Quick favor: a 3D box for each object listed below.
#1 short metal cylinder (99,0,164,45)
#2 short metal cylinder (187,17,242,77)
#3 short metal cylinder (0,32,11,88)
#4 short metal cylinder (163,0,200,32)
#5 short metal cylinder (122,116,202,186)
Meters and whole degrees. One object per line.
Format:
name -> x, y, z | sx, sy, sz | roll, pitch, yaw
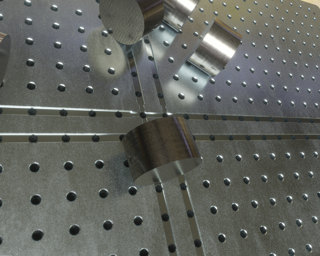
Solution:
short metal cylinder -> -0.041, -0.170, 0.454 | 0.080, 0.080, 0.050 | 43, 51, 1
short metal cylinder -> 0.086, -0.129, 0.498 | 0.050, 0.080, 0.080 | 32, 52, -8
short metal cylinder -> -0.189, -0.064, 0.310 | 0.050, 0.080, 0.080 | 17, 55, -19
short metal cylinder -> 0.033, -0.209, 0.518 | 0.050, 0.080, 0.080 | 35, 51, -5
short metal cylinder -> 0.002, 0.028, 0.356 | 0.081, 0.080, 0.050 | -6, 65, -31
